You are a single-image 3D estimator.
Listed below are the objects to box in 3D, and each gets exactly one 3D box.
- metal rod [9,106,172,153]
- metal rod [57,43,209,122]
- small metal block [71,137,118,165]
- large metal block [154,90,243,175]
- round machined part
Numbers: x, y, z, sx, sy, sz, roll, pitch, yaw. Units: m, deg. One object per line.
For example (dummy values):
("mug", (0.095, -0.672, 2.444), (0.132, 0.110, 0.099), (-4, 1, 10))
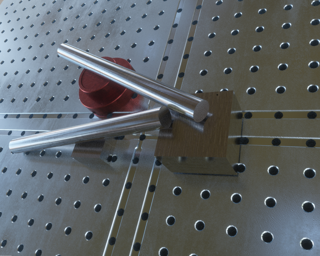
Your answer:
("metal rod", (-0.116, 0.009, 0.426), (0.300, 0.025, 0.025), (-10, 57, 35))
("metal rod", (-0.058, -0.073, 0.420), (0.300, 0.025, 0.025), (29, 77, 40))
("small metal block", (-0.092, 0.024, 0.440), (0.050, 0.025, 0.050), (0, 62, 27))
("large metal block", (0.047, 0.006, 0.359), (0.080, 0.050, 0.080), (-2, 61, 27))
("round machined part", (-0.087, -0.073, 0.485), (0.098, 0.042, 0.098), (-13, 56, 20))
